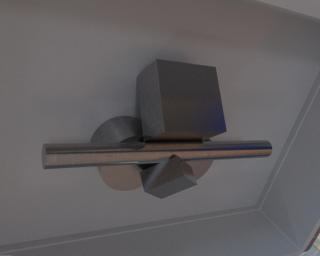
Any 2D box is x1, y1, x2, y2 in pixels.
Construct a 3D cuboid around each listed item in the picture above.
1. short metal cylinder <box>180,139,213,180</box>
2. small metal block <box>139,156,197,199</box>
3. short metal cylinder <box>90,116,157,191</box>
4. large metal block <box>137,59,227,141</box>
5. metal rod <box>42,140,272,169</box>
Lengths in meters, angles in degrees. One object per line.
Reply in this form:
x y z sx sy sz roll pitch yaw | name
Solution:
0.028 0.033 0.429 0.081 0.050 0.079 -14 125 -21 | short metal cylinder
0.011 0.061 0.373 0.050 0.025 0.050 -25 151 13 | small metal block
-0.042 0.032 0.389 0.081 0.050 0.079 -14 125 -21 | short metal cylinder
0.024 -0.028 0.361 0.081 0.050 0.080 1 75 -29 | large metal block
0.020 0.029 0.372 0.303 0.025 0.025 1 118 -29 | metal rod
